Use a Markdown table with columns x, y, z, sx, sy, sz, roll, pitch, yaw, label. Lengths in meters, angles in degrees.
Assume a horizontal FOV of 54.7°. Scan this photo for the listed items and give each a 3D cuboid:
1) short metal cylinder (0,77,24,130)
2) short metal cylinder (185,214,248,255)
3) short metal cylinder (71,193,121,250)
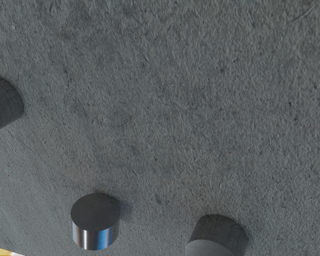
| x | y | z | sx | sy | sz | roll | pitch | yaw | label |
| --- | --- | --- | --- | --- | --- | --- | --- | --- | --- |
| -0.276 | -0.039 | 0.513 | 0.080 | 0.050 | 0.079 | 13 | 124 | 21 | short metal cylinder |
| 0.083 | 0.175 | 0.455 | 0.080 | 0.050 | 0.079 | 13 | 124 | 21 | short metal cylinder |
| -0.109 | 0.158 | 0.526 | 0.080 | 0.080 | 0.050 | 20 | 126 | 16 | short metal cylinder |
